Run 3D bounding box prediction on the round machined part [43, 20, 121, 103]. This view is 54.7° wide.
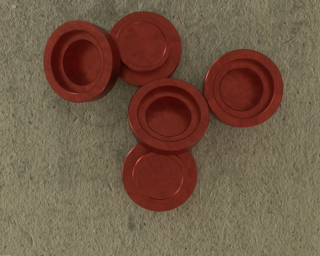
[{"bbox_3d":[-0.093,-0.082,0.391,0.098,0.042,0.097,3,98,20],"label":"round machined part"}]

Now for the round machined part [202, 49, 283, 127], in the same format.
[{"bbox_3d":[0.104,-0.050,0.404,0.099,0.042,0.097,0,90,-1],"label":"round machined part"}]

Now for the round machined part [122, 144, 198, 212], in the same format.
[{"bbox_3d":[0.000,0.060,0.402,0.099,0.042,0.097,0,90,-1],"label":"round machined part"}]

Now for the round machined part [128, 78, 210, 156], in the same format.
[{"bbox_3d":[0.010,-0.011,0.392,0.099,0.042,0.098,1,67,-3],"label":"round machined part"}]

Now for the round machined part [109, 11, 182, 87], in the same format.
[{"bbox_3d":[-0.021,-0.104,0.402,0.099,0.042,0.097,0,90,-1],"label":"round machined part"}]
